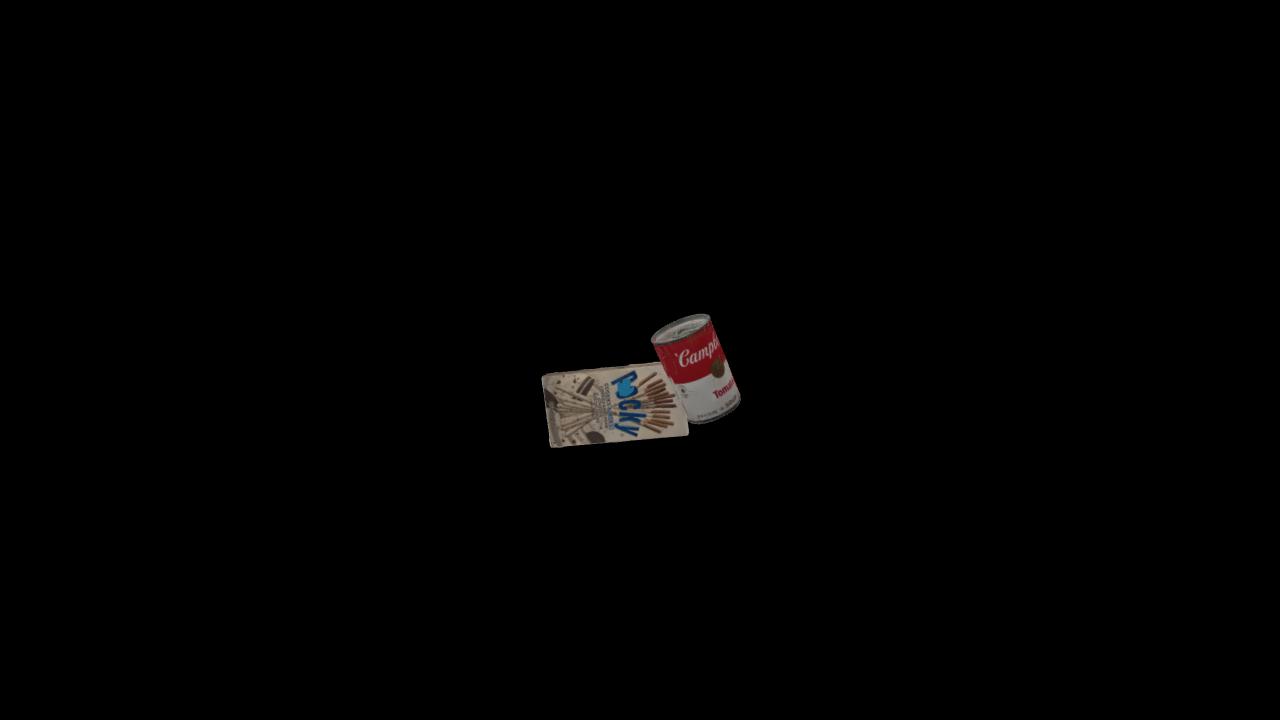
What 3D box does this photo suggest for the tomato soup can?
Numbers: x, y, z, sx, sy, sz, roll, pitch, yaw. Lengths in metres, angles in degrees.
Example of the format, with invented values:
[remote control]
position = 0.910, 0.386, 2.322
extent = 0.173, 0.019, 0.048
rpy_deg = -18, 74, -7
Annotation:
[tomato soup can]
position = 0.061, 0.010, 0.660
extent = 0.068, 0.101, 0.068
rpy_deg = -21, 18, 7

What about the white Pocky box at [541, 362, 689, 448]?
[white Pocky box]
position = -0.027, 0.049, 0.675
extent = 0.154, 0.084, 0.028
rpy_deg = -6, 8, 4

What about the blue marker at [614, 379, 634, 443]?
[blue marker]
position = -0.022, 0.058, 0.701
extent = 0.020, 0.020, 0.121
rpy_deg = 0, -35, -10
